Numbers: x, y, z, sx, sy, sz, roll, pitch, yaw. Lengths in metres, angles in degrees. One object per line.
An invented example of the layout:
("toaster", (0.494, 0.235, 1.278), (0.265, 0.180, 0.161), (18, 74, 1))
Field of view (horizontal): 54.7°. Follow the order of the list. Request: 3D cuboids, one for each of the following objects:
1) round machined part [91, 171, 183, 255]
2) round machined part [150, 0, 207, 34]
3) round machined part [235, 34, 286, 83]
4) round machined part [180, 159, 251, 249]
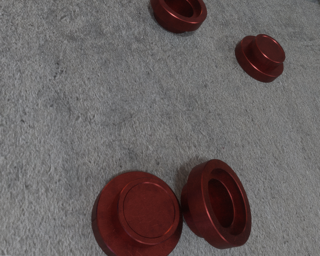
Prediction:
("round machined part", (-0.019, 0.091, 0.327), (0.099, 0.042, 0.098), (13, 56, -21))
("round machined part", (0.028, -0.202, 0.531), (0.099, 0.042, 0.098), (14, 56, -21))
("round machined part", (0.194, -0.137, 0.580), (0.099, 0.042, 0.098), (14, 56, -21))
("round machined part", (0.061, 0.088, 0.358), (0.098, 0.042, 0.098), (31, 46, -37))
